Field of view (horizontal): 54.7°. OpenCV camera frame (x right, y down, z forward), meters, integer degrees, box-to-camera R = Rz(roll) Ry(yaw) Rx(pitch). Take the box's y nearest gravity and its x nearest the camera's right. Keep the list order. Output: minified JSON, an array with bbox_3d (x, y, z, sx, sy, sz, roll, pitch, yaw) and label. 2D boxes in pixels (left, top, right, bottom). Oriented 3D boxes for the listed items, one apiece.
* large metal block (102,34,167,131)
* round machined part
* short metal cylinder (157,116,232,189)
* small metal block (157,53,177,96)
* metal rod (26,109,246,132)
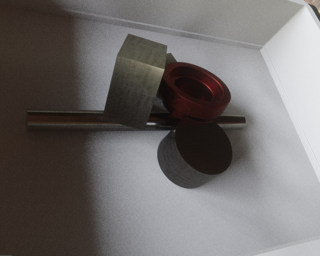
[{"bbox_3d":[-0.029,-0.056,0.370,0.050,0.079,0.080,16,32,-6],"label":"large metal block"},{"bbox_3d":[0.042,-0.044,0.420,0.099,0.042,0.098,15,39,-12],"label":"round machined part"},{"bbox_3d":[0.043,0.030,0.393,0.081,0.050,0.080,14,56,-21],"label":"short metal cylinder"},{"bbox_3d":[0.006,-0.080,0.458,0.050,0.025,0.050,-23,75,-37],"label":"small metal block"},{"bbox_3d":[-0.010,-0.009,0.403,0.303,0.025,0.025,0,62,-29],"label":"metal rod"}]
